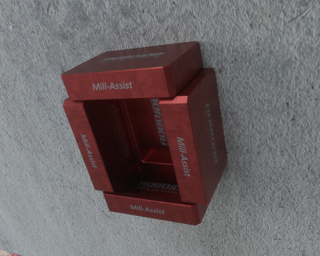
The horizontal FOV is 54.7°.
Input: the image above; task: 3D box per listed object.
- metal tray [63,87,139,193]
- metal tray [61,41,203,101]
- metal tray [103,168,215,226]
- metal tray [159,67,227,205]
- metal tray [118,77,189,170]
[{"bbox_3d":[-0.065,0.006,0.402,0.030,0.090,0.129,1,119,28],"label":"metal tray"},{"bbox_3d":[-0.029,-0.063,0.341,0.130,0.090,0.030,1,119,27],"label":"metal tray"},{"bbox_3d":[0.003,0.077,0.411,0.130,0.090,0.030,1,119,27],"label":"metal tray"},{"bbox_3d":[0.043,0.008,0.347,0.030,0.090,0.129,1,119,28],"label":"metal tray"},{"bbox_3d":[0.001,-0.008,0.398,0.090,0.030,0.129,1,119,27],"label":"metal tray"}]
